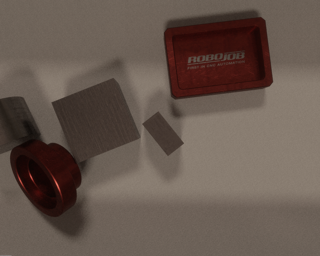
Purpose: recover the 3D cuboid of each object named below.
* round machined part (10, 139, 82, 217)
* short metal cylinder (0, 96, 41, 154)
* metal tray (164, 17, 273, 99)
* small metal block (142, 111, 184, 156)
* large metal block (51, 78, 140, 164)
[{"bbox_3d":[-0.136,0.057,0.384,0.098,0.042,0.097,19,125,30],"label":"round machined part"},{"bbox_3d":[-0.197,0.001,0.381,0.080,0.080,0.050,-25,90,0],"label":"short metal cylinder"},{"bbox_3d":[0.075,-0.090,0.409,0.131,0.030,0.089,-7,90,-1],"label":"metal tray"},{"bbox_3d":[0.004,0.007,0.399,0.025,0.050,0.050,-39,91,0],"label":"small metal block"},{"bbox_3d":[-0.078,-0.009,0.398,0.080,0.050,0.080,-22,90,-1],"label":"large metal block"}]
